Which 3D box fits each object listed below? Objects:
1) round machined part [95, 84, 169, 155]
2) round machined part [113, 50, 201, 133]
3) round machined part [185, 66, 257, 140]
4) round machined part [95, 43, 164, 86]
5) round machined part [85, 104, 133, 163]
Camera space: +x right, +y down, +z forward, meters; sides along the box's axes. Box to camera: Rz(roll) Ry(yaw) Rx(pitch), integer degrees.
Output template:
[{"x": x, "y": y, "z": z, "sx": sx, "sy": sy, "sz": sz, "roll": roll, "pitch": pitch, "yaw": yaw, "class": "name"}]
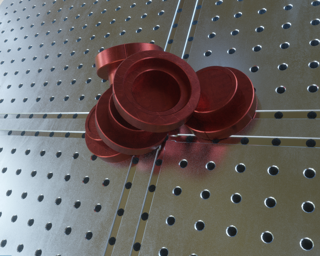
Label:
[{"x": -0.032, "y": -0.018, "z": 0.393, "sx": 0.099, "sy": 0.042, "sz": 0.098, "roll": 6, "pitch": 63, "yaw": -11, "class": "round machined part"}, {"x": -0.006, "y": -0.039, "z": 0.361, "sx": 0.099, "sy": 0.042, "sz": 0.098, "roll": 4, "pitch": 65, "yaw": -8, "class": "round machined part"}, {"x": 0.066, "y": -0.038, "z": 0.385, "sx": 0.098, "sy": 0.042, "sz": 0.098, "roll": -13, "pitch": 56, "yaw": 20, "class": "round machined part"}, {"x": -0.039, "y": -0.080, "z": 0.436, "sx": 0.098, "sy": 0.098, "sz": 0.042, "roll": -12, "pitch": 83, "yaw": 21, "class": "round machined part"}, {"x": -0.064, "y": -0.005, "z": 0.432, "sx": 0.098, "sy": 0.042, "sz": 0.098, "roll": -13, "pitch": 56, "yaw": 20, "class": "round machined part"}]
